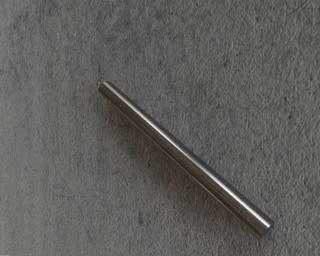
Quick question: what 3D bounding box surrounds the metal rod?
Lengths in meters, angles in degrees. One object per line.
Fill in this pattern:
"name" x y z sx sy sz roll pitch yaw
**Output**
"metal rod" 0.013 0.022 0.395 0.300 0.025 0.025 41 115 32
